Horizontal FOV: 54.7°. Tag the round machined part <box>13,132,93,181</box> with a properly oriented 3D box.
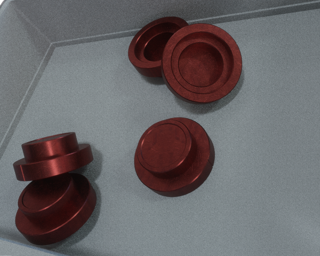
[{"bbox_3d":[-0.142,0.033,0.409,0.098,0.098,0.042,-9,98,23],"label":"round machined part"}]

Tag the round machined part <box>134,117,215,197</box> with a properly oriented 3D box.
[{"bbox_3d":[0.012,0.029,0.370,0.098,0.042,0.098,-13,56,20],"label":"round machined part"}]

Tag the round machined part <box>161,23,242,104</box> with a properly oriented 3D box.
[{"bbox_3d":[0.050,-0.078,0.395,0.099,0.042,0.097,0,88,-4],"label":"round machined part"}]

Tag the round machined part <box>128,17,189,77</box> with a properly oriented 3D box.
[{"bbox_3d":[0.006,-0.115,0.461,0.098,0.042,0.098,-13,56,20],"label":"round machined part"}]

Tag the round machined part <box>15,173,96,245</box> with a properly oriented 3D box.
[{"bbox_3d":[-0.134,0.091,0.385,0.098,0.042,0.098,-13,34,9],"label":"round machined part"}]
